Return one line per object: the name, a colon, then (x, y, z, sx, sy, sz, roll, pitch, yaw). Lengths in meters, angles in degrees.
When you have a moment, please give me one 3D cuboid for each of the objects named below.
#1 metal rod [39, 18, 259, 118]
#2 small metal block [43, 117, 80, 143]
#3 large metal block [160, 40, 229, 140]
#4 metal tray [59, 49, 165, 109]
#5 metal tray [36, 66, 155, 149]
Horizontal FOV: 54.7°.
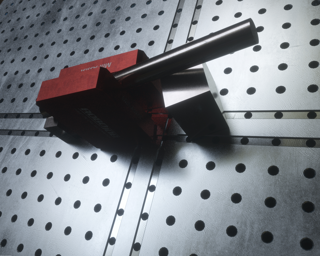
metal rod: (-0.037, -0.058, 0.365, 0.300, 0.025, 0.025, -14, 56, 31)
small metal block: (-0.144, -0.012, 0.472, 0.025, 0.050, 0.050, -8, 58, 24)
large metal block: (0.040, -0.044, 0.377, 0.050, 0.080, 0.080, -20, 54, 16)
metal tray: (-0.064, -0.056, 0.432, 0.130, 0.090, 0.030, -8, 59, 23)
metal tray: (-0.074, -0.018, 0.389, 0.090, 0.130, 0.030, -9, 59, 23)
